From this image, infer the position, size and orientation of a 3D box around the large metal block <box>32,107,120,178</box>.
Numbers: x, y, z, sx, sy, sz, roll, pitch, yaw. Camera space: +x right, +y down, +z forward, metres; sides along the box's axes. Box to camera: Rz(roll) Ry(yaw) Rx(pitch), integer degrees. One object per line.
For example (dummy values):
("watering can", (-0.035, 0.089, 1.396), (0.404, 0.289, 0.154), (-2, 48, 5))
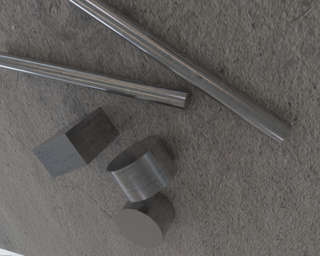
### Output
("large metal block", (-0.119, 0.020, 0.447), (0.080, 0.080, 0.050), (-22, 106, 36))

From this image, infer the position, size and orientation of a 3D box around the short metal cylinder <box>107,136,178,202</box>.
("short metal cylinder", (-0.023, 0.054, 0.417), (0.080, 0.080, 0.050), (-22, 107, 36))

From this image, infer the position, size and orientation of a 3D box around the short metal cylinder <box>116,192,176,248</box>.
("short metal cylinder", (-0.022, 0.142, 0.490), (0.080, 0.050, 0.079), (13, 124, 21))

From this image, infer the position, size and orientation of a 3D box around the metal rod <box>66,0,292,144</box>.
("metal rod", (0.014, -0.079, 0.350), (0.301, 0.025, 0.025), (35, 129, 4))

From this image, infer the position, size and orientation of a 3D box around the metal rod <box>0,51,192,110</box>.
("metal rod", (-0.104, -0.068, 0.419), (0.301, 0.025, 0.025), (14, 124, 20))
